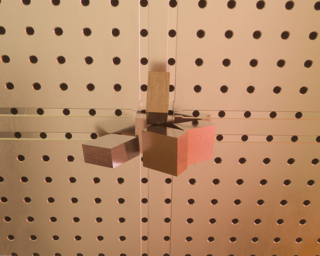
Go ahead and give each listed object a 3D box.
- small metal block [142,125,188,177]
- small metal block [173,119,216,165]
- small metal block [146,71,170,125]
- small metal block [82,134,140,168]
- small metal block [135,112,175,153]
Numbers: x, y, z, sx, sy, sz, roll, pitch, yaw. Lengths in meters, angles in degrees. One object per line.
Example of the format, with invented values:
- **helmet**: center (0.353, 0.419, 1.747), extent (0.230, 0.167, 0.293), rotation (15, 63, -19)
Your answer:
- **small metal block**: center (0.006, 0.027, 0.384), extent (0.050, 0.025, 0.050), rotation (12, 113, 31)
- **small metal block**: center (0.044, 0.019, 0.409), extent (0.050, 0.025, 0.050), rotation (-9, 113, -30)
- **small metal block**: center (-0.003, -0.035, 0.376), extent (0.025, 0.050, 0.050), rotation (3, 74, 0)
- **small metal block**: center (-0.063, 0.028, 0.399), extent (0.050, 0.050, 0.025), rotation (5, 108, 35)
- **small metal block**: center (-0.007, 0.007, 0.416), extent (0.050, 0.025, 0.050), rotation (2, 110, -1)
